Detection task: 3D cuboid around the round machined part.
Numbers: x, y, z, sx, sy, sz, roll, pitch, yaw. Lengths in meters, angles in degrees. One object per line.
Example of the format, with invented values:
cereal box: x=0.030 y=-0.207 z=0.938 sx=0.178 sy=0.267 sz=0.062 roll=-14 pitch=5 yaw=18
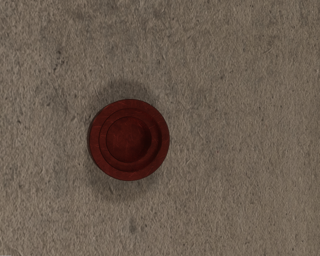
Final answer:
round machined part: x=-0.041 y=0.014 z=0.386 sx=0.099 sy=0.042 sz=0.097 roll=0 pitch=90 yaw=-21
